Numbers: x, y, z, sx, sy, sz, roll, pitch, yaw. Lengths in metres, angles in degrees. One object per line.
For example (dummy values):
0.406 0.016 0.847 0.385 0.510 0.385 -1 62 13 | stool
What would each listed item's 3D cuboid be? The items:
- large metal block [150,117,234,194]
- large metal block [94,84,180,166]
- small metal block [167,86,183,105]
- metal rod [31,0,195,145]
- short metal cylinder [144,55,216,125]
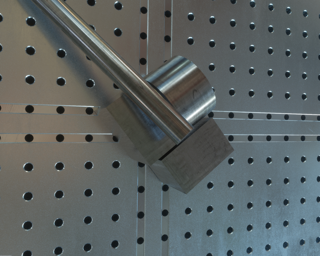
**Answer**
0.032 0.031 0.394 0.080 0.080 0.050 -39 103 -16 | large metal block
-0.029 -0.005 0.374 0.050 0.080 0.080 -40 103 -16 | large metal block
0.015 -0.049 0.420 0.050 0.025 0.050 -43 104 -15 | small metal block
-0.080 -0.096 0.328 0.300 0.025 0.025 45 75 7 | metal rod
0.019 -0.037 0.364 0.050 0.080 0.080 -39 103 -16 | short metal cylinder
